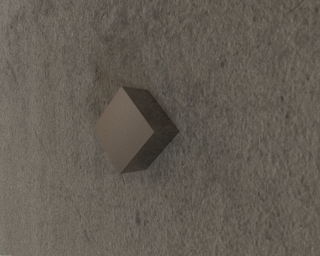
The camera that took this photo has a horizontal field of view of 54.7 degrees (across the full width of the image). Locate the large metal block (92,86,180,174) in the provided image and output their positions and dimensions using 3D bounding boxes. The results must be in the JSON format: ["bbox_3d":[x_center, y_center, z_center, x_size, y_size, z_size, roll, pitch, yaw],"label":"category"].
[{"bbox_3d":[-0.034,0.003,0.415,0.080,0.050,0.080,-51,61,28],"label":"large metal block"}]
